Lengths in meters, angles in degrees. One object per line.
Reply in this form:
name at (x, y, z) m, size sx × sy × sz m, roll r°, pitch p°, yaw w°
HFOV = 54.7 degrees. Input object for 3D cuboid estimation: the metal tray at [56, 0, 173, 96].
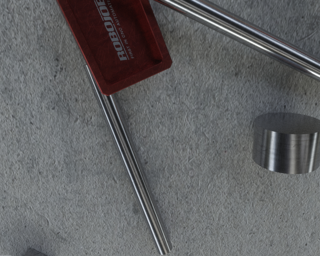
metal tray at (-0.052, -0.113, 0.350) m, size 0.090 × 0.030 × 0.129 m, roll -27°, pitch 109°, yaw -10°

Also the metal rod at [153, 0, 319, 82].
metal rod at (0.090, -0.111, 0.351) m, size 0.302 × 0.025 × 0.025 m, roll 21°, pitch 109°, yaw -15°

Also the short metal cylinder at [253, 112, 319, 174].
short metal cylinder at (0.159, 0.016, 0.388) m, size 0.080 × 0.080 × 0.050 m, roll -2°, pitch 110°, yaw 1°

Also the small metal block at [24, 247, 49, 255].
small metal block at (-0.200, 0.225, 0.491) m, size 0.050 × 0.025 × 0.050 m, roll 32°, pitch 107°, yaw -12°

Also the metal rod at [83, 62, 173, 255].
metal rod at (-0.037, 0.053, 0.428) m, size 0.025 × 0.025 × 0.298 m, roll -17°, pitch 110°, yaw 6°
